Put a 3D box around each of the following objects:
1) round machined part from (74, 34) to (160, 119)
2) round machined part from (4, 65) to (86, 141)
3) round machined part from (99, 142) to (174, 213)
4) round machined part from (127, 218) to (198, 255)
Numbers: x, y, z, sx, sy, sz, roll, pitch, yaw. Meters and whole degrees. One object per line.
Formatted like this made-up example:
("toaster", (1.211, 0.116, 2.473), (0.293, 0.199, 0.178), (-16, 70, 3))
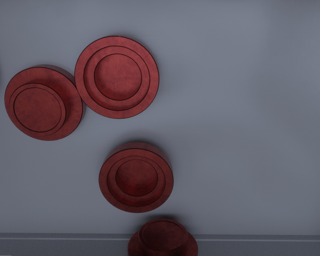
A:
("round machined part", (-0.050, -0.064, 0.378), (0.099, 0.042, 0.097), (0, 110, 0))
("round machined part", (-0.147, -0.028, 0.391), (0.099, 0.042, 0.097), (0, 110, 0))
("round machined part", (-0.031, 0.064, 0.425), (0.099, 0.042, 0.097), (0, 110, 0))
("round machined part", (0.004, 0.164, 0.433), (0.099, 0.098, 0.042), (1, 110, 0))
